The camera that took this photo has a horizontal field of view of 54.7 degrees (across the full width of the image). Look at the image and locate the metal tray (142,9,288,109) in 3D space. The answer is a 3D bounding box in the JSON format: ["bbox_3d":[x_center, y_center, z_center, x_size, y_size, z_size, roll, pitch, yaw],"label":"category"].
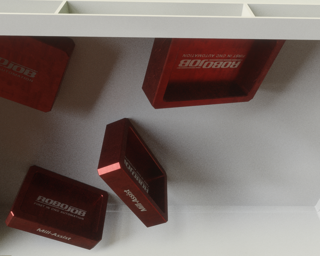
[{"bbox_3d":[0.055,-0.066,0.314,0.131,0.030,0.089,-6,137,-27],"label":"metal tray"}]

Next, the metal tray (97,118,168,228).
[{"bbox_3d":[-0.030,0.061,0.417,0.030,0.090,0.130,-20,128,16],"label":"metal tray"}]

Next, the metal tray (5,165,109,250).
[{"bbox_3d":[-0.147,0.119,0.465,0.131,0.090,0.030,26,126,-21],"label":"metal tray"}]

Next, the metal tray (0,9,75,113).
[{"bbox_3d":[-0.171,-0.078,0.337,0.131,0.030,0.089,21,127,-17],"label":"metal tray"}]
